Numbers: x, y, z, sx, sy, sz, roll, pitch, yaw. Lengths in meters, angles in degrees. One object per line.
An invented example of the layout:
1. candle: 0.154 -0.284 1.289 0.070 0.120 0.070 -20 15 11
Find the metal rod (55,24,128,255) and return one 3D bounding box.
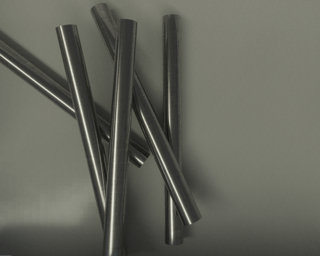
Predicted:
1. metal rod: -0.083 0.025 0.389 0.025 0.025 0.298 -11 99 0

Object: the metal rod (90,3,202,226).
1. metal rod: -0.020 -0.022 0.394 0.025 0.025 0.299 -24 84 0

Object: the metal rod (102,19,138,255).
1. metal rod: -0.049 0.022 0.376 0.025 0.025 0.298 4 92 -1

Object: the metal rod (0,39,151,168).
1. metal rod: -0.139 -0.047 0.409 0.301 0.025 0.025 37 90 -1

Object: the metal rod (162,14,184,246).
1. metal rod: 0.017 0.002 0.411 0.025 0.025 0.298 -1 90 -1
